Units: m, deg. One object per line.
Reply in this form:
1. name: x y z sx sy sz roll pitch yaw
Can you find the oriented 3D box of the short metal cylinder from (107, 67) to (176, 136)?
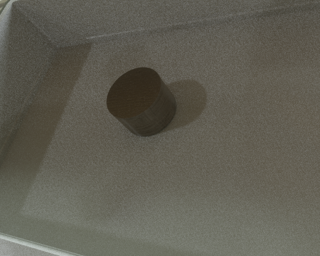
1. short metal cylinder: -0.025 -0.035 0.423 0.080 0.050 0.080 -13 56 21
